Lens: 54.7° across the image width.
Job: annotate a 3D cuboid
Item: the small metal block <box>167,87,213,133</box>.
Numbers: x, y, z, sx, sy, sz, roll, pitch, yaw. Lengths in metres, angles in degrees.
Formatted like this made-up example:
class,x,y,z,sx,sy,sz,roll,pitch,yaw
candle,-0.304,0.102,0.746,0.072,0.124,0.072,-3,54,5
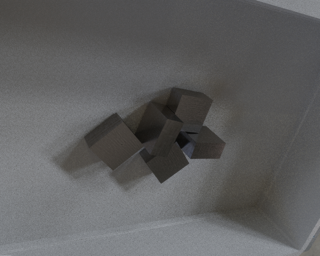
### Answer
class,x,y,z,sx,sy,sz,roll,pitch,yaw
small metal block,0.035,-0.023,0.413,0.050,0.025,0.050,6,115,-32

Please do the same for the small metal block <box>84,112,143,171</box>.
class,x,y,z,sx,sy,sz,roll,pitch,yaw
small metal block,-0.057,0.018,0.387,0.050,0.025,0.050,-38,130,-3

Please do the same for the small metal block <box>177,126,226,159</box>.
class,x,y,z,sx,sy,sz,roll,pitch,yaw
small metal block,0.054,0.019,0.433,0.050,0.050,0.025,3,117,-30

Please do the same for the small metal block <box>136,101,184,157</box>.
class,x,y,z,sx,sy,sz,roll,pitch,yaw
small metal block,-0.002,0.001,0.391,0.025,0.050,0.050,13,111,-34

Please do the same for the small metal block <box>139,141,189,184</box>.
class,x,y,z,sx,sy,sz,roll,pitch,yaw
small metal block,0.007,0.043,0.438,0.050,0.025,0.050,-35,129,-5
